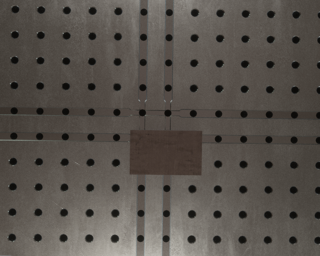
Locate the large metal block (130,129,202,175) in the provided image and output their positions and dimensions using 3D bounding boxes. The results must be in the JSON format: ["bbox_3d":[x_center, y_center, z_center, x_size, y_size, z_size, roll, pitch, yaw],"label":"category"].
[{"bbox_3d":[0.007,0.027,0.386,0.081,0.080,0.050,1,90,-1],"label":"large metal block"}]
